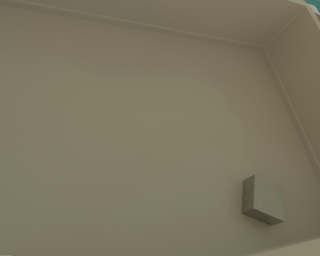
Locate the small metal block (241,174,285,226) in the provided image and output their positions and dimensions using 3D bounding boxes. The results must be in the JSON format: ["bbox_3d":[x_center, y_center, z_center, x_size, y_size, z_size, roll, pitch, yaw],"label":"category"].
[{"bbox_3d":[0.141,0.099,0.424,0.050,0.025,0.050,25,53,-13],"label":"small metal block"}]

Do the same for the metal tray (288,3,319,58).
[{"bbox_3d":[0.364,-0.235,0.749,0.091,0.030,0.130,19,54,-18],"label":"metal tray"}]
